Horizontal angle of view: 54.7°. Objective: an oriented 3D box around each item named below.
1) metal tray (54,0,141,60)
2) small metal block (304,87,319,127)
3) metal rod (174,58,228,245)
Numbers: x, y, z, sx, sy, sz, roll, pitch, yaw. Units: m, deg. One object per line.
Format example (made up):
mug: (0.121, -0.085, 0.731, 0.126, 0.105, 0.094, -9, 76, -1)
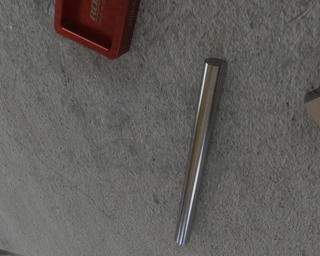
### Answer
metal tray: (-0.068, -0.153, 0.342, 0.090, 0.030, 0.129, 27, 128, 10)
small metal block: (0.178, -0.020, 0.301, 0.050, 0.025, 0.050, -31, 102, 37)
metal rod: (0.048, 0.053, 0.413, 0.025, 0.025, 0.298, 18, 125, 17)
